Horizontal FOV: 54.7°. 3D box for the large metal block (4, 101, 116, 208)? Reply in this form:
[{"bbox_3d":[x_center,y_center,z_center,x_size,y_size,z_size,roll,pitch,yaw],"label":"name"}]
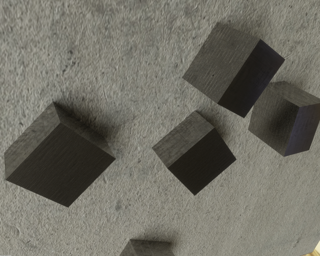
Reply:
[{"bbox_3d":[-0.112,0.031,0.349,0.080,0.050,0.080,-46,129,4],"label":"large metal block"}]

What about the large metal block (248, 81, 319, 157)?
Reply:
[{"bbox_3d":[0.185,-0.016,0.462,0.050,0.080,0.079,-10,123,-23],"label":"large metal block"}]

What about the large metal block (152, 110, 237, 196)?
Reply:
[{"bbox_3d":[0.050,0.037,0.440,0.080,0.050,0.080,-41,130,0],"label":"large metal block"}]

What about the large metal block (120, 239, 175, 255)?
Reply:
[{"bbox_3d":[-0.028,0.239,0.523,0.080,0.050,0.080,19,108,-36],"label":"large metal block"}]

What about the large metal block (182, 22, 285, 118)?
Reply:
[{"bbox_3d":[0.085,-0.071,0.374,0.050,0.080,0.080,22,106,-36],"label":"large metal block"}]
